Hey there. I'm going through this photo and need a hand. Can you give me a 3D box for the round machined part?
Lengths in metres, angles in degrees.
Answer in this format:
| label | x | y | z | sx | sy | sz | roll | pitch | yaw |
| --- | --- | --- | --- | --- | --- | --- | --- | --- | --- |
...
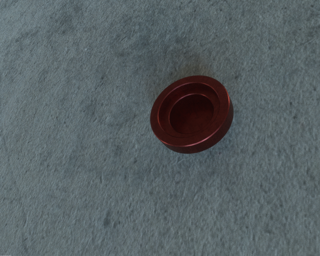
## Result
| label | x | y | z | sx | sy | sz | roll | pitch | yaw |
| --- | --- | --- | --- | --- | --- | --- | --- | --- | --- |
| round machined part | 0.041 | -0.013 | 0.378 | 0.098 | 0.042 | 0.098 | -13 | 56 | 20 |
